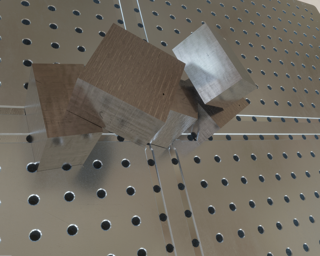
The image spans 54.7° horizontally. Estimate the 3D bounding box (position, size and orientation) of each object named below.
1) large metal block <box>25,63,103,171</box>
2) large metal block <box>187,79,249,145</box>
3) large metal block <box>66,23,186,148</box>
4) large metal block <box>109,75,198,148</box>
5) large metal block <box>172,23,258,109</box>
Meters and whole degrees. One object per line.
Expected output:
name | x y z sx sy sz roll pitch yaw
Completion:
large metal block | -0.104 -0.010 0.323 0.050 0.080 0.080 -6 65 -31
large metal block | 0.069 -0.036 0.453 0.081 0.050 0.080 -35 81 -39
large metal block | -0.030 -0.041 0.298 0.080 0.050 0.080 27 52 -11
large metal block | -0.009 -0.024 0.383 0.081 0.080 0.050 17 55 -19
large metal block | 0.071 -0.074 0.389 0.080 0.050 0.080 1 57 -61
